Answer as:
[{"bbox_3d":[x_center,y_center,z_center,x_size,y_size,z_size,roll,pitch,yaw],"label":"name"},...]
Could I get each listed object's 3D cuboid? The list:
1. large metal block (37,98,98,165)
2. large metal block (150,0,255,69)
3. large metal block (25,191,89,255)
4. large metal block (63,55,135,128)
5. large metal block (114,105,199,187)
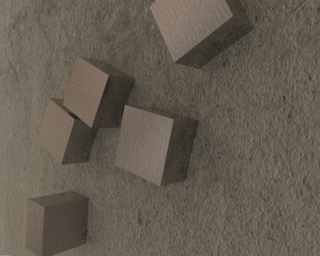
[{"bbox_3d":[-0.152,0.004,0.515,0.080,0.050,0.079,34,111,35],"label":"large metal block"},{"bbox_3d":[0.045,-0.126,0.351,0.080,0.050,0.080,-33,70,35],"label":"large metal block"},{"bbox_3d":[-0.167,0.154,0.508,0.050,0.081,0.079,7,95,40],"label":"large metal block"},{"bbox_3d":[-0.093,-0.054,0.466,0.080,0.050,0.079,34,111,34],"label":"large metal block"},{"bbox_3d":[-0.006,0.019,0.394,0.080,0.050,0.079,18,102,38],"label":"large metal block"}]
